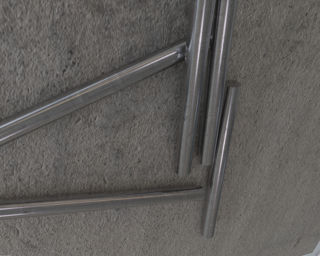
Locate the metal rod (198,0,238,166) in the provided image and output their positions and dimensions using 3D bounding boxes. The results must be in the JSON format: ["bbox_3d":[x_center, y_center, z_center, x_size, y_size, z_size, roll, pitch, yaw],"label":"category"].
[{"bbox_3d":[0.069,-0.064,0.378,0.025,0.025,0.298,-18,134,-18],"label":"metal rod"}]

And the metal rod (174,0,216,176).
[{"bbox_3d":[0.039,-0.052,0.368,0.025,0.025,0.298,-15,133,-20],"label":"metal rod"}]

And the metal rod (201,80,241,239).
[{"bbox_3d":[0.093,0.067,0.498,0.025,0.025,0.298,-12,124,-22],"label":"metal rod"}]

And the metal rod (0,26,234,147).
[{"bbox_3d":[-0.050,-0.053,0.346,0.302,0.025,0.025,-27,128,-12],"label":"metal rod"}]

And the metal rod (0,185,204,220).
[{"bbox_3d":[-0.066,0.100,0.432,0.302,0.025,0.025,2,117,-30],"label":"metal rod"}]
